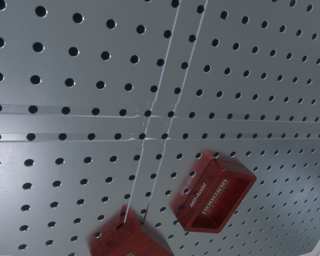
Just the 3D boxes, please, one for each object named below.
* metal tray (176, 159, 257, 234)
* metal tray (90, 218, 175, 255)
[{"bbox_3d":[0.097,0.121,0.534,0.091,0.030,0.129,17,109,-35],"label":"metal tray"},{"bbox_3d":[-0.041,0.214,0.518,0.090,0.030,0.130,-39,129,-2],"label":"metal tray"}]
